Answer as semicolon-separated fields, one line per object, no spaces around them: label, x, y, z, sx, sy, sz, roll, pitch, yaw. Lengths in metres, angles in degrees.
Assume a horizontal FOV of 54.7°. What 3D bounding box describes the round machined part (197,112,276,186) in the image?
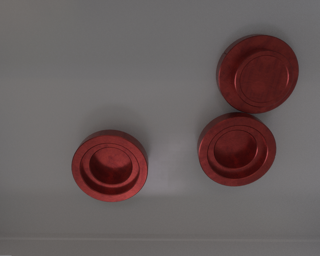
round machined part;0.098;0.025;0.412;0.099;0.042;0.097;0;110;0

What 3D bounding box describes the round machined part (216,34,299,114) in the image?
round machined part;0.121;-0.063;0.380;0.099;0.042;0.097;0;110;0

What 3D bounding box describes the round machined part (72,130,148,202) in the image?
round machined part;-0.065;0.047;0.419;0.099;0.042;0.097;0;110;0
